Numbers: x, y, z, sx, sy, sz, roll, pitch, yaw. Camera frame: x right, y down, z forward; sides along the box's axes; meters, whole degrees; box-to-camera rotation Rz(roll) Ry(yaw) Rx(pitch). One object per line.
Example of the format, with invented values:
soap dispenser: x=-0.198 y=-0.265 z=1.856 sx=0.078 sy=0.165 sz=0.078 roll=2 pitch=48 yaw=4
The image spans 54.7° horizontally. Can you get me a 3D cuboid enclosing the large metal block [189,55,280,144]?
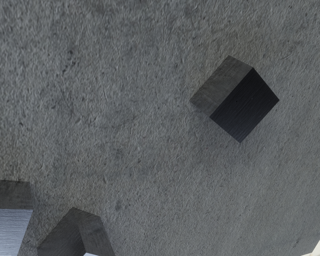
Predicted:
large metal block: x=0.102 y=-0.038 z=0.423 sx=0.080 sy=0.050 sz=0.080 roll=-50 pitch=129 yaw=7

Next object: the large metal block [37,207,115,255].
large metal block: x=-0.113 y=0.168 z=0.413 sx=0.080 sy=0.080 sz=0.050 roll=-49 pitch=129 yaw=6

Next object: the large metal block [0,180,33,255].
large metal block: x=-0.198 y=0.104 z=0.347 sx=0.081 sy=0.050 sz=0.079 roll=12 pitch=112 yaw=-34
